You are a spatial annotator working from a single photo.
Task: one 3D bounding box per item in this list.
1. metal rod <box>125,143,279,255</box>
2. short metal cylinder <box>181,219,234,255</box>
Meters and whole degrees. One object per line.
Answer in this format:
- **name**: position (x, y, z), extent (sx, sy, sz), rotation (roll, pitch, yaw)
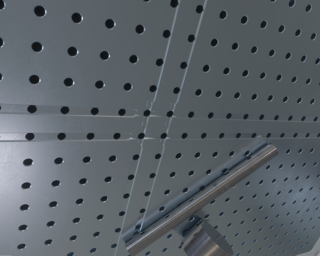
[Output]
- **metal rod**: position (0.074, 0.119, 0.525), extent (0.301, 0.025, 0.025), rotation (-33, 129, -7)
- **short metal cylinder**: position (0.083, 0.211, 0.552), extent (0.050, 0.080, 0.080), rotation (-48, 129, 5)
